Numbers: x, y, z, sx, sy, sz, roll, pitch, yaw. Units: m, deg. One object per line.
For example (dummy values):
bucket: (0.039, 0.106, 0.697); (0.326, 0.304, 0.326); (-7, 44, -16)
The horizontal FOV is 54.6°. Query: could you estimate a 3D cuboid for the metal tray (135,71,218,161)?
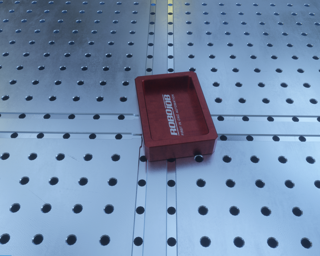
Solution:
metal tray: (0.017, -0.021, 0.422); (0.091, 0.030, 0.130); (-7, 50, -6)
